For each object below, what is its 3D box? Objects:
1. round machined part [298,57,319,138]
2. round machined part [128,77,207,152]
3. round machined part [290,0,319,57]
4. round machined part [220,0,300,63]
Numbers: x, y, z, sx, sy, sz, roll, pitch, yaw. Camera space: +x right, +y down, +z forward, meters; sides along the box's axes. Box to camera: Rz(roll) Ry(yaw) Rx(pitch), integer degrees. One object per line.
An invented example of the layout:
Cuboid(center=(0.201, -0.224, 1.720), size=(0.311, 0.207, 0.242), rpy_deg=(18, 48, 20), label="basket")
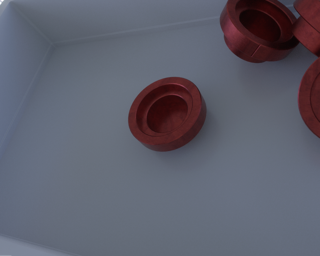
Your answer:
Cuboid(center=(0.186, -0.029, 0.298), size=(0.098, 0.042, 0.097), rpy_deg=(0, 89, 24), label="round machined part")
Cuboid(center=(0.012, -0.014, 0.396), size=(0.098, 0.042, 0.098), rpy_deg=(-13, 56, 20), label="round machined part")
Cuboid(center=(0.185, -0.106, 0.340), size=(0.042, 0.099, 0.098), rpy_deg=(-53, 41, 38), label="round machined part")
Cuboid(center=(0.119, -0.120, 0.384), size=(0.099, 0.042, 0.098), rpy_deg=(8, 59, -13), label="round machined part")
